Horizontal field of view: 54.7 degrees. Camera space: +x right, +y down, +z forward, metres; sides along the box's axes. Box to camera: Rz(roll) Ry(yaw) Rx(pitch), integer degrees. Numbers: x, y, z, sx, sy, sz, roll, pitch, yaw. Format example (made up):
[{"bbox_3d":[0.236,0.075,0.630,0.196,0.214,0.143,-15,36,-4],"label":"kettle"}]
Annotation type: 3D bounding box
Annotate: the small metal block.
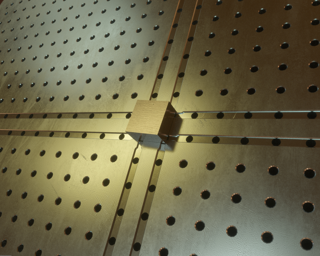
[{"bbox_3d":[-0.012,-0.010,0.419,0.050,0.025,0.050,5,64,30],"label":"small metal block"}]
